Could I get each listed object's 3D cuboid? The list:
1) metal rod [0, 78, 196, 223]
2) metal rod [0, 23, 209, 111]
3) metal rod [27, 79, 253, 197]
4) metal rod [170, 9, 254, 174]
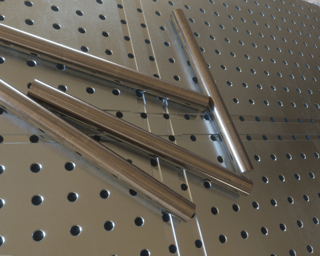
[{"bbox_3d":[-0.089,0.017,0.349,0.301,0.025,0.025,34,51,-6],"label":"metal rod"},{"bbox_3d":[-0.070,-0.078,0.417,0.302,0.025,0.025,16,55,-19],"label":"metal rod"},{"bbox_3d":[-0.014,0.018,0.388,0.301,0.025,0.025,26,53,-12],"label":"metal rod"},{"bbox_3d":[0.075,-0.069,0.489,0.025,0.025,0.299,-5,64,-31],"label":"metal rod"}]
